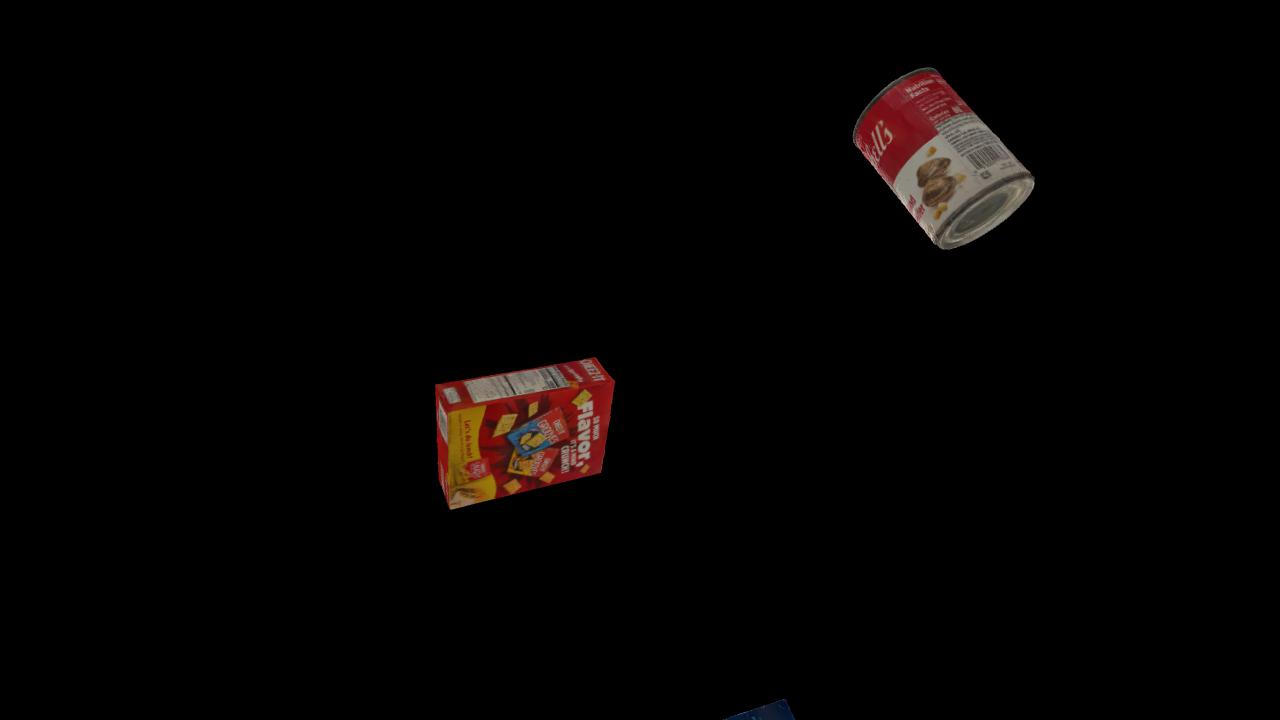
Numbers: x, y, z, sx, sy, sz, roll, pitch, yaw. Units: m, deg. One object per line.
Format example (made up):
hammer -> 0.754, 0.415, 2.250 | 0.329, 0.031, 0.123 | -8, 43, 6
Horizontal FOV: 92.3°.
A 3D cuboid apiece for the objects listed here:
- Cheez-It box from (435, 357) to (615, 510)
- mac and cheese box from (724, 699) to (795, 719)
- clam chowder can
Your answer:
Cheez-It box -> -0.151, 0.095, 0.817 | 0.223, 0.166, 0.071 | -10, 37, -28
mac and cheese box -> 0.084, 0.416, 0.612 | 0.184, 0.041, 0.093 | -5, 45, -21
clam chowder can -> 0.200, -0.133, 0.411 | 0.068, 0.102, 0.068 | -23, -23, -10
